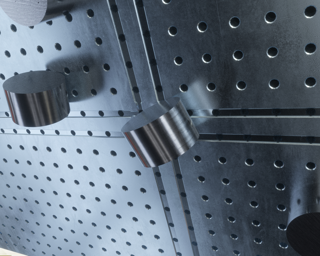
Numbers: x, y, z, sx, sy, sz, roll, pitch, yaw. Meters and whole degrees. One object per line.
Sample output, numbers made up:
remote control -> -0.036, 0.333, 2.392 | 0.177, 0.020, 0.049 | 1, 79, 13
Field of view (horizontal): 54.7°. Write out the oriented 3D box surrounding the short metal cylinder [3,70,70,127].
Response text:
short metal cylinder -> -0.172, -0.043, 0.437 | 0.080, 0.080, 0.050 | 14, 124, 20

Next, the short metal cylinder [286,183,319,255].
short metal cylinder -> 0.193, 0.112, 0.363 | 0.080, 0.050, 0.079 | 13, 124, 20

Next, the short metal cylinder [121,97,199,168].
short metal cylinder -> 0.000, 0.004, 0.377 | 0.080, 0.080, 0.050 | -19, 108, 35

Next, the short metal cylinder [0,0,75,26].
short metal cylinder -> -0.149, -0.167, 0.368 | 0.080, 0.050, 0.079 | 13, 124, 20
